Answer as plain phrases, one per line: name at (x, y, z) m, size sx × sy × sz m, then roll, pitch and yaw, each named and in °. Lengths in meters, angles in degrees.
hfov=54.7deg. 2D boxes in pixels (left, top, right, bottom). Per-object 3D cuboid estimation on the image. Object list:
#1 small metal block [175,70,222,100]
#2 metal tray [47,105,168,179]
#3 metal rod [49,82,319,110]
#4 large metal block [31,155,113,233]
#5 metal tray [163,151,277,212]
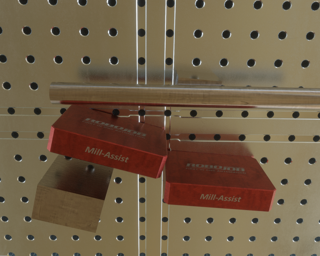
small metal block at (0.045, -0.053, 0.381) m, size 0.050 × 0.050 × 0.025 m, roll 5°, pitch 110°, yaw -3°
metal tray at (-0.059, 0.013, 0.382) m, size 0.131 × 0.090 × 0.030 m, roll 15°, pitch 109°, yaw -6°
metal rod at (0.032, -0.036, 0.347) m, size 0.302 × 0.025 × 0.025 m, roll 1°, pitch 110°, yaw -1°
large metal block at (-0.113, 0.085, 0.414) m, size 0.080 × 0.080 × 0.050 m, roll 15°, pitch 109°, yaw -6°
metal tray at (0.071, 0.066, 0.404) m, size 0.131 × 0.090 × 0.030 m, roll 5°, pitch 110°, yaw -2°
